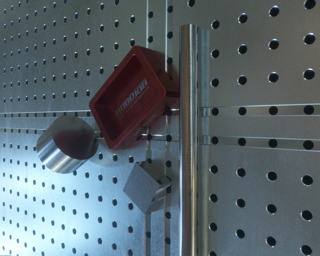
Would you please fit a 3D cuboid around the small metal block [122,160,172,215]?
[{"bbox_3d":[-0.018,0.080,0.425,0.050,0.025,0.050,38,113,33],"label":"small metal block"}]

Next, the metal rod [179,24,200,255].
[{"bbox_3d":[0.036,0.026,0.379,0.025,0.025,0.298,0,90,40],"label":"metal rod"}]

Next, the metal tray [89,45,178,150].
[{"bbox_3d":[-0.042,-0.039,0.440,0.129,0.030,0.090,-44,64,31],"label":"metal tray"}]

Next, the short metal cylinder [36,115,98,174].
[{"bbox_3d":[-0.147,0.026,0.495,0.050,0.081,0.080,-37,67,34],"label":"short metal cylinder"}]
